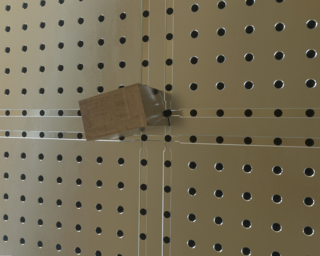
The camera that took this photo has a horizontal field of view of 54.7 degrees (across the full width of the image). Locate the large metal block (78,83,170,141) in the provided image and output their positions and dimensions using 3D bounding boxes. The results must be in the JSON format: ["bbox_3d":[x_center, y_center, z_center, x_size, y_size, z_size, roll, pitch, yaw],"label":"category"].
[{"bbox_3d":[-0.043,-0.018,0.398,0.080,0.080,0.050,-14,86,19],"label":"large metal block"}]
